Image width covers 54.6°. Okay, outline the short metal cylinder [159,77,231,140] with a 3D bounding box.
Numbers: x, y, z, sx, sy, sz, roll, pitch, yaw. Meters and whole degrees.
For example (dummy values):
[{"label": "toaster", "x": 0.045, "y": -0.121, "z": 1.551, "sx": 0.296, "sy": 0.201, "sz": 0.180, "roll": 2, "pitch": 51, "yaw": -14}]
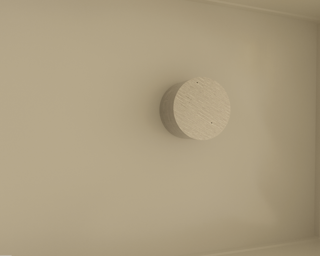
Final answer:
[{"label": "short metal cylinder", "x": 0.046, "y": -0.025, "z": 0.414, "sx": 0.081, "sy": 0.050, "sz": 0.080, "roll": 0, "pitch": 90, "yaw": -20}]
